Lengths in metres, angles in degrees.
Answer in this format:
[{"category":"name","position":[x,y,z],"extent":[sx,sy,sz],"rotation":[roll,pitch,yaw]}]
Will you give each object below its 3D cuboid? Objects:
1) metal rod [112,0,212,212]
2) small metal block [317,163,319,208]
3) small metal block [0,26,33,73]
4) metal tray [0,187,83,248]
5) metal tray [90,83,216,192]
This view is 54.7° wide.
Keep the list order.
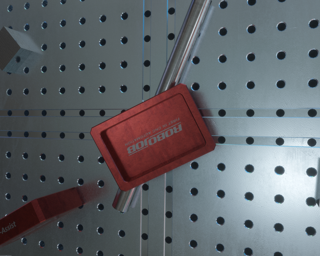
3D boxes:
[{"category":"metal rod","position":[0.000,-0.027,0.412],"extent":[0.025,0.025,0.298],"rotation":[24,98,18]},{"category":"small metal block","position":[0.204,0.064,0.341],"extent":[0.050,0.025,0.050],"rotation":[5,92,20]},{"category":"small metal block","position":[-0.243,-0.125,0.498],"extent":[0.050,0.025,0.050],"rotation":[-44,77,14]},{"category":"metal tray","position":[-0.189,0.133,0.444],"extent":[0.130,0.090,0.030],"rotation":[-31,80,17]},{"category":"metal tray","position":[-0.008,0.011,0.388],"extent":[0.130,0.030,0.090],"rotation":[-26,95,6]}]
